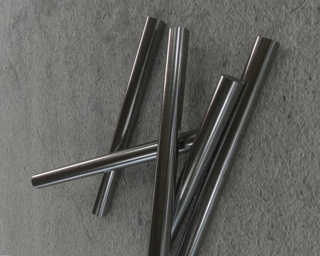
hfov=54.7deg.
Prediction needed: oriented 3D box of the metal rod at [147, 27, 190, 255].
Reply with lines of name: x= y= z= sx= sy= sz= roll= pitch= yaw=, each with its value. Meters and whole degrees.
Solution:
metal rod: x=0.008 y=0.034 z=0.355 sx=0.025 sy=0.025 sz=0.298 roll=2 pitch=85 yaw=40

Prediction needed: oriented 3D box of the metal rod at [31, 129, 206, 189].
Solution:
metal rod: x=-0.073 y=0.049 z=0.433 sx=0.300 sy=0.025 sz=0.025 roll=-17 pitch=79 yaw=29

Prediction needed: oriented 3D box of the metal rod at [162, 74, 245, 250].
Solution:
metal rod: x=0.027 y=0.081 z=0.365 sx=0.025 sy=0.025 sz=0.298 roll=35 pitch=117 yaw=34

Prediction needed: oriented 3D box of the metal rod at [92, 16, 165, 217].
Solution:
metal rod: x=-0.049 y=-0.006 z=0.445 sx=0.025 sy=0.025 sz=0.298 roll=29 pitch=108 yaw=36

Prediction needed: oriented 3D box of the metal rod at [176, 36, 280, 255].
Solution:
metal rod: x=0.066 y=0.049 z=0.350 sx=0.025 sy=0.025 sz=0.298 roll=28 pitch=107 yaw=36
